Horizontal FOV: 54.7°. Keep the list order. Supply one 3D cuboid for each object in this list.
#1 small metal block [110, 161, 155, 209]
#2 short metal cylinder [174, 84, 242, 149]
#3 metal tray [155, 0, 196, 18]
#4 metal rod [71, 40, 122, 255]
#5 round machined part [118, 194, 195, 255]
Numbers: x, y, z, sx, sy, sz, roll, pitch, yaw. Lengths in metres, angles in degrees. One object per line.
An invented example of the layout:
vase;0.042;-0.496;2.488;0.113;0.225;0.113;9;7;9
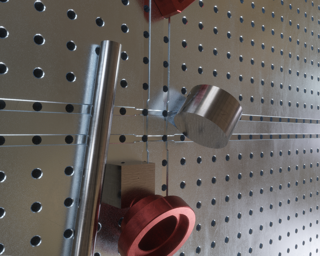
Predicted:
small metal block;-0.034;0.069;0.383;0.050;0.025;0.050;1;90;-40
short metal cylinder;0.067;-0.015;0.432;0.080;0.080;0.050;47;62;-30
metal tray;0.032;-0.226;0.434;0.131;0.030;0.090;-48;119;-30
metal rod;-0.074;0.050;0.348;0.025;0.025;0.298;11;83;-40
round machined part;-0.008;0.121;0.376;0.099;0.042;0.097;-22;131;-27
